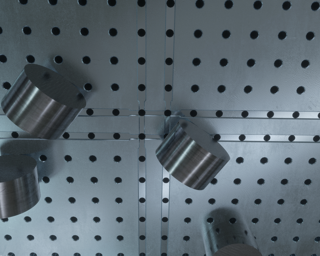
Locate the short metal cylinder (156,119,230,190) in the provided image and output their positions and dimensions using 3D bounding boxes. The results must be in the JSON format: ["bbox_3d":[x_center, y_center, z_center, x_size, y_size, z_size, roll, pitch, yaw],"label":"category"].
[{"bbox_3d":[0.042,0.033,0.397,0.080,0.080,0.050,33,107,-12],"label":"short metal cylinder"}]

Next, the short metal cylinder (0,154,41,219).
[{"bbox_3d":[-0.203,0.075,0.409,0.081,0.080,0.050,1,110,-1],"label":"short metal cylinder"}]

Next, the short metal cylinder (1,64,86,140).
[{"bbox_3d":[-0.137,-0.031,0.371,0.080,0.080,0.050,38,106,-13],"label":"short metal cylinder"}]

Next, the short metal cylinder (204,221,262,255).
[{"bbox_3d":[0.111,0.191,0.472,0.081,0.050,0.079,0,110,-1],"label":"short metal cylinder"}]
